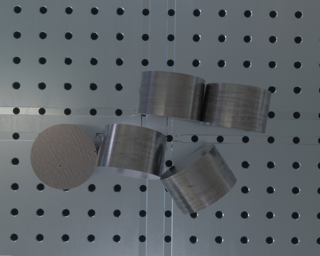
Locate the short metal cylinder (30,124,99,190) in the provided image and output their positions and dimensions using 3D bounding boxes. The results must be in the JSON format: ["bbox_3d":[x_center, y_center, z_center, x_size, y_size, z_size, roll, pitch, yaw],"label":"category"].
[{"bbox_3d":[-0.117,0.035,0.400,0.081,0.050,0.079,0,90,0],"label":"short metal cylinder"}]

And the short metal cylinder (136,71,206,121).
[{"bbox_3d":[0.013,-0.038,0.386,0.080,0.080,0.050,7,90,0],"label":"short metal cylinder"}]

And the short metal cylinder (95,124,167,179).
[{"bbox_3d":[-0.035,0.031,0.380,0.080,0.080,0.050,9,74,0],"label":"short metal cylinder"}]

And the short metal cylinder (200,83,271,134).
[{"bbox_3d":[0.093,-0.024,0.386,0.080,0.080,0.050,9,90,0],"label":"short metal cylinder"}]

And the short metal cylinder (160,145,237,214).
[{"bbox_3d":[0.047,0.063,0.386,0.080,0.080,0.050,-33,90,0],"label":"short metal cylinder"}]
